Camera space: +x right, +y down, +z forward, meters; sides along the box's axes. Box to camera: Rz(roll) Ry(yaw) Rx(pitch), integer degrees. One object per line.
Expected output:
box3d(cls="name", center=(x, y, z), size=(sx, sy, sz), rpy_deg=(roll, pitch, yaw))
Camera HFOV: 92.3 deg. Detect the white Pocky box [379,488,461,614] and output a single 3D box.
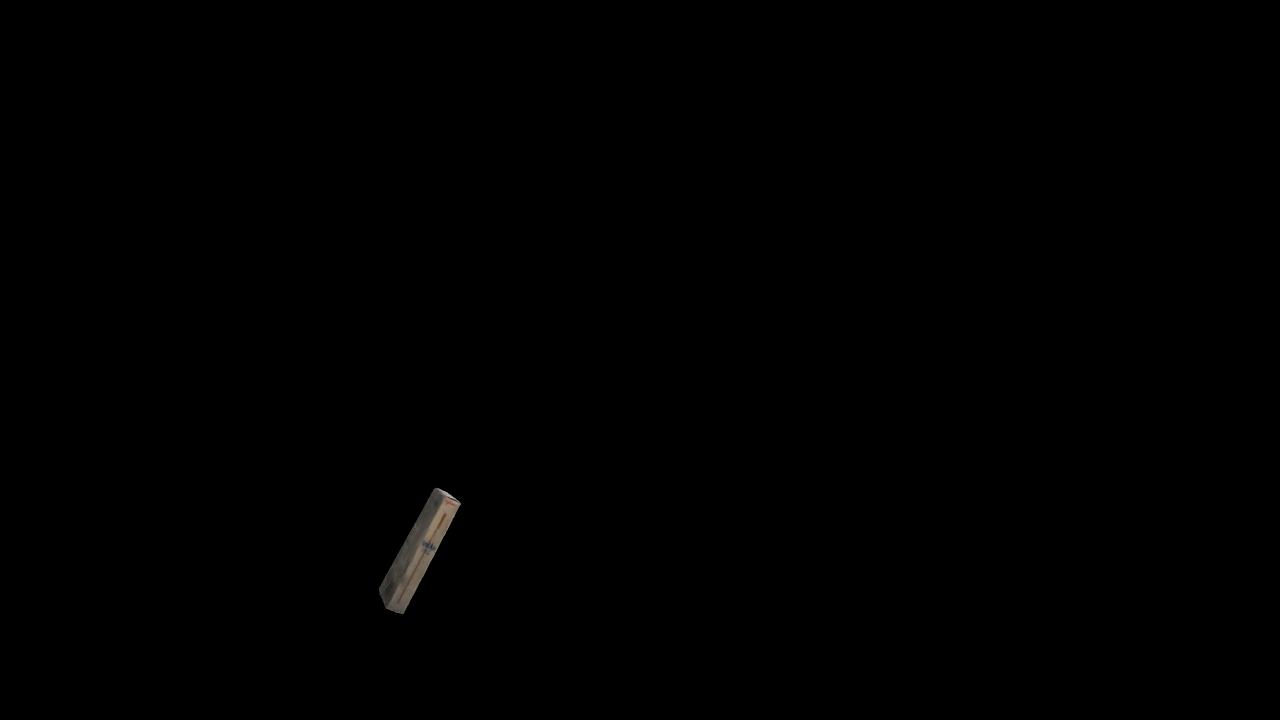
box3d(cls="white Pocky box", center=(-0.297, 0.252, 0.828), size=(0.028, 0.154, 0.084), rpy_deg=(32, -17, -23))
